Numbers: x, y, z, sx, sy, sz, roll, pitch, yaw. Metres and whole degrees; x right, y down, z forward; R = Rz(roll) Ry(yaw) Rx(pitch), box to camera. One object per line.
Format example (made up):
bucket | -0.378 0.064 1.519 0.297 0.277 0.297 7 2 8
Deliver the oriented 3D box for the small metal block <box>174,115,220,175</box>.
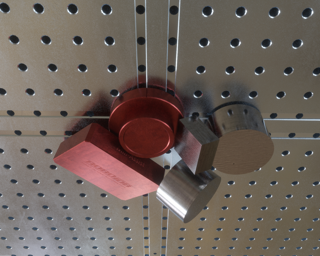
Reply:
small metal block | 0.044 0.020 0.384 0.025 0.050 0.050 -15 134 -25

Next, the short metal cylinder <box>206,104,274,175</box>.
short metal cylinder | 0.101 0.016 0.405 0.081 0.050 0.079 0 130 0

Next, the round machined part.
round machined part | -0.016 0.001 0.395 0.099 0.042 0.097 0 130 0

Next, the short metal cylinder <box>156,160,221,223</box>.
short metal cylinder | 0.041 0.086 0.436 0.050 0.081 0.079 37 135 26

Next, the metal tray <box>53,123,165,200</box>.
metal tray | -0.069 0.053 0.433 0.130 0.030 0.090 37 136 -28
